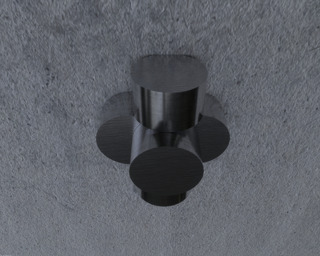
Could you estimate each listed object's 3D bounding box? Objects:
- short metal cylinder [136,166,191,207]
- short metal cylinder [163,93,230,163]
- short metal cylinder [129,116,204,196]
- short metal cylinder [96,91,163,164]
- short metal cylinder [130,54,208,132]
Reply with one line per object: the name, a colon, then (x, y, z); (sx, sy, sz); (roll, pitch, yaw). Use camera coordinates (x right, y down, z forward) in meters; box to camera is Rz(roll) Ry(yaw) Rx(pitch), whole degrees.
short metal cylinder: (0.005, 0.059, 0.424); (0.081, 0.080, 0.050); (0, 130, -1)
short metal cylinder: (0.044, 0.000, 0.393); (0.081, 0.050, 0.079); (0, 130, 0)
short metal cylinder: (0.007, 0.033, 0.354); (0.081, 0.050, 0.079); (0, 130, 0)
short metal cylinder: (-0.036, 0.000, 0.392); (0.081, 0.050, 0.079); (0, 130, 0)
short metal cylinder: (0.010, -0.040, 0.339); (0.081, 0.080, 0.050); (0, 130, -1)
